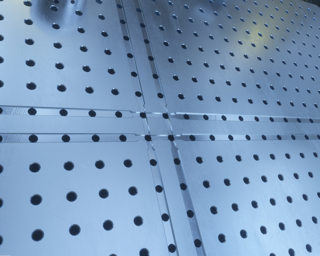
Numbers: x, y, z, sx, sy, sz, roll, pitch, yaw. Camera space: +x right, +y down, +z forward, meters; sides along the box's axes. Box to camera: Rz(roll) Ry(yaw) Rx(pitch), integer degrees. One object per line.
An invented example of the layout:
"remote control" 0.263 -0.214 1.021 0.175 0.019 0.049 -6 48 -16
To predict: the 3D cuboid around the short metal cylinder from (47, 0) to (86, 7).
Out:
"short metal cylinder" -0.141 -0.226 0.454 0.081 0.050 0.080 14 56 -21
